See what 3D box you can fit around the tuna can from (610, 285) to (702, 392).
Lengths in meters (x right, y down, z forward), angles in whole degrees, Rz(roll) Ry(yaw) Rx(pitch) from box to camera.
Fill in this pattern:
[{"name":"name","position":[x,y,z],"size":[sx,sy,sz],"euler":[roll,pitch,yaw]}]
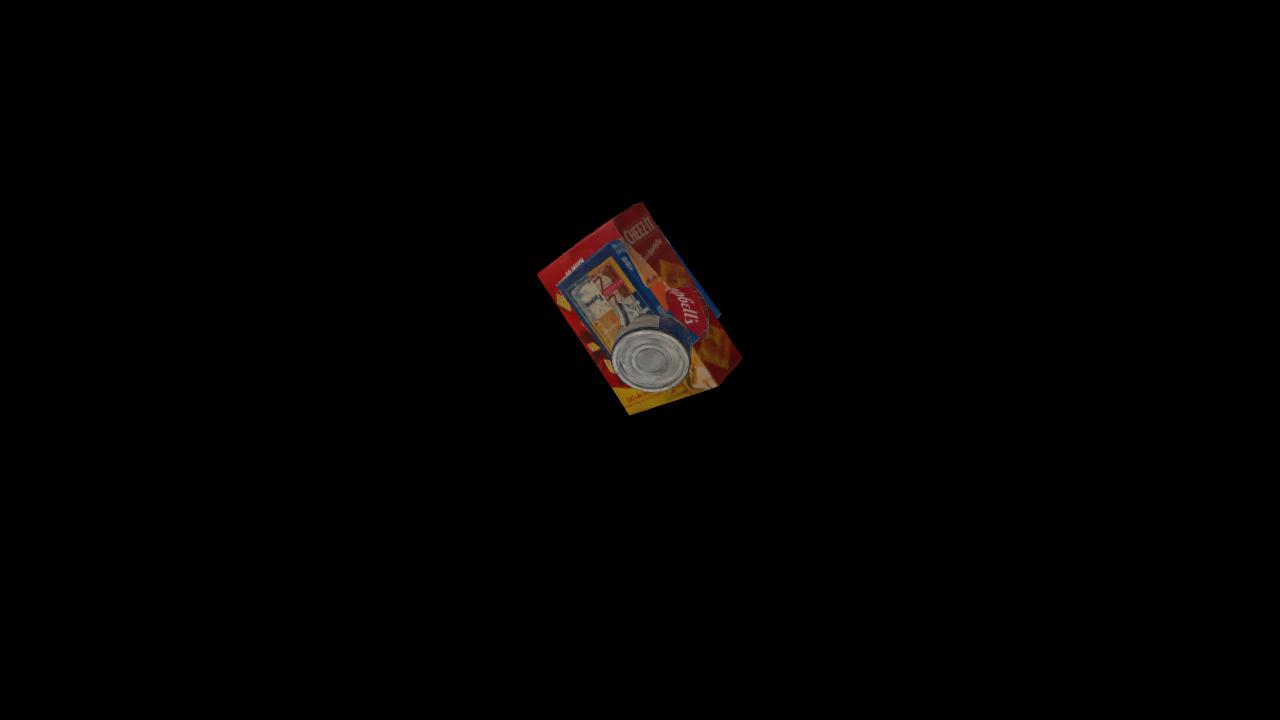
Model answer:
[{"name":"tuna can","position":[0.012,-0.007,0.640],"size":[0.084,0.084,0.034],"euler":[0,37,7]}]

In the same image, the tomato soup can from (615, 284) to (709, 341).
[{"name":"tomato soup can","position":[0.015,-0.042,0.673],"size":[0.101,0.068,0.068],"euler":[-12,5,-25]}]

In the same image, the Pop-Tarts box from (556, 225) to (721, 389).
[{"name":"Pop-Tarts box","position":[0.007,-0.069,0.712],"size":[0.083,0.141,0.167],"euler":[-34,3,27]}]

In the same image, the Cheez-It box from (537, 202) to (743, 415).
[{"name":"Cheez-It box","position":[-0.005,-0.053,0.747],"size":[0.166,0.223,0.071],"euler":[-23,14,47]}]
